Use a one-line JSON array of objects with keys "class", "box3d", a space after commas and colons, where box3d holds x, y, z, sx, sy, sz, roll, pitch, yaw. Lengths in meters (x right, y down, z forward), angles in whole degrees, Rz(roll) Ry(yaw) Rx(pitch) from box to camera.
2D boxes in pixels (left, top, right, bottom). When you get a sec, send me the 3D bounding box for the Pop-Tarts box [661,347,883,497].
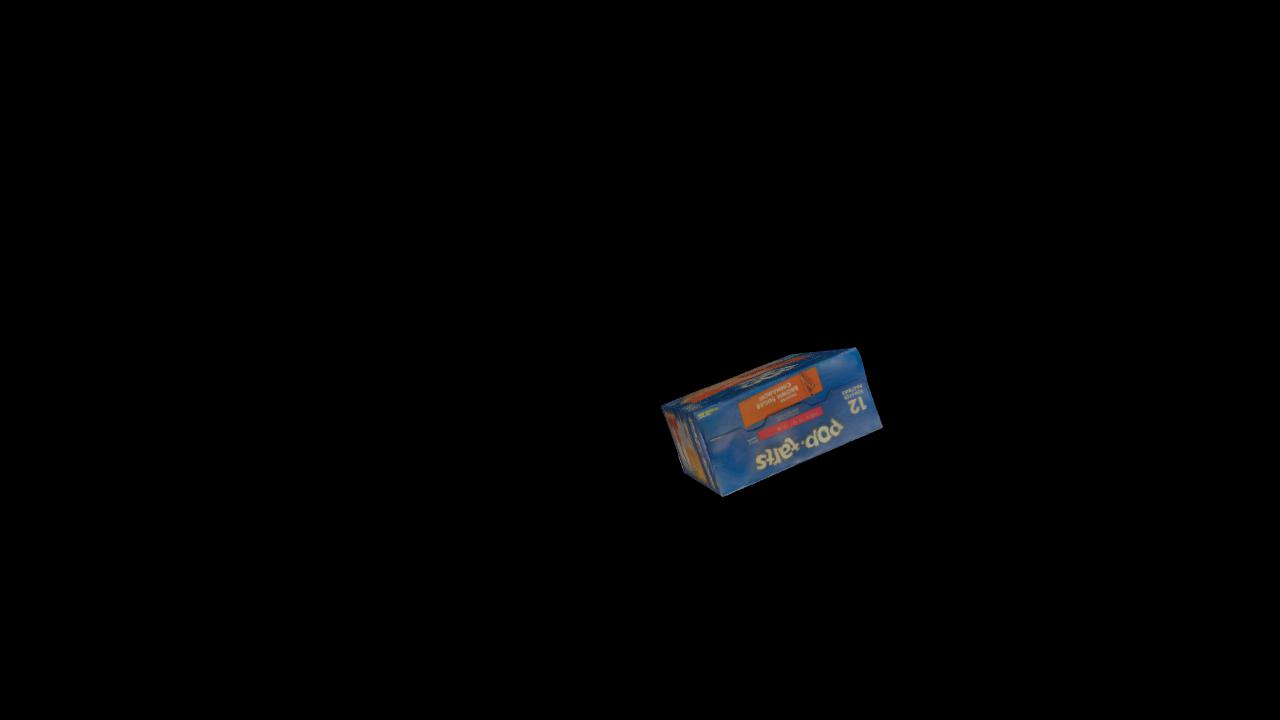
[{"class": "Pop-Tarts box", "box3d": [0.122, 0.055, 0.612, 0.167, 0.083, 0.141, -21, 2, -9]}]
